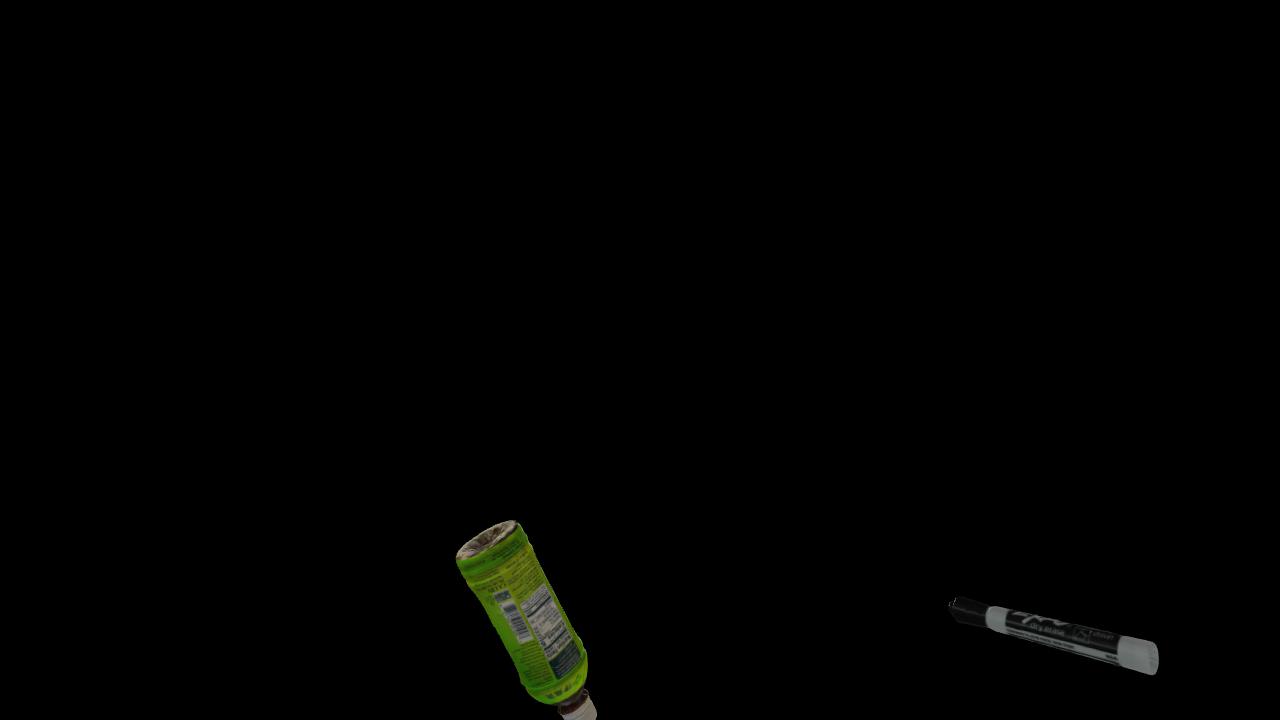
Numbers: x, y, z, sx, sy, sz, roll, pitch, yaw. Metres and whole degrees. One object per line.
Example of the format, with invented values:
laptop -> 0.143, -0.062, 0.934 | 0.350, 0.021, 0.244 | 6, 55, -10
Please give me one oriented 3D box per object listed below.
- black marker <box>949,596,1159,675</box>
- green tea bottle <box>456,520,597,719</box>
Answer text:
black marker -> 0.268, 0.181, 0.411 | 0.020, 0.020, 0.121 | 0, -4, -36
green tea bottle -> -0.102, 0.264, 0.598 | 0.073, 0.212, 0.073 | -25, 4, 2
